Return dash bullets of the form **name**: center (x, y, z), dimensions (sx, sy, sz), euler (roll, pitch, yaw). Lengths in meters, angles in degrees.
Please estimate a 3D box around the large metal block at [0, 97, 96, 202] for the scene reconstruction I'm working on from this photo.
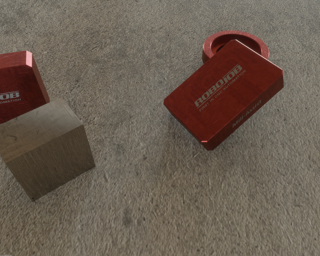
- **large metal block**: center (-0.126, 0.024, 0.346), dimensions (0.081, 0.080, 0.050), euler (-30, 56, -23)

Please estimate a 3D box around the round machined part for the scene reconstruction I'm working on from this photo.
- **round machined part**: center (0.115, -0.107, 0.483), dimensions (0.099, 0.042, 0.098), euler (0, 50, 0)

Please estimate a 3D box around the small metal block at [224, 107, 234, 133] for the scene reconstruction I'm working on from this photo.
- **small metal block**: center (0.080, -0.024, 0.424), dimensions (0.050, 0.025, 0.050), euler (12, 51, 10)

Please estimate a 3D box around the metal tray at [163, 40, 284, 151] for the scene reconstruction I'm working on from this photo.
- **metal tray**: center (0.081, -0.045, 0.402), dimensions (0.130, 0.030, 0.090), euler (-42, 56, -1)

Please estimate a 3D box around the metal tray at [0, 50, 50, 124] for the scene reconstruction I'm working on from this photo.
- **metal tray**: center (-0.219, -0.045, 0.396), dimensions (0.131, 0.089, 0.030), euler (-11, 51, -9)
